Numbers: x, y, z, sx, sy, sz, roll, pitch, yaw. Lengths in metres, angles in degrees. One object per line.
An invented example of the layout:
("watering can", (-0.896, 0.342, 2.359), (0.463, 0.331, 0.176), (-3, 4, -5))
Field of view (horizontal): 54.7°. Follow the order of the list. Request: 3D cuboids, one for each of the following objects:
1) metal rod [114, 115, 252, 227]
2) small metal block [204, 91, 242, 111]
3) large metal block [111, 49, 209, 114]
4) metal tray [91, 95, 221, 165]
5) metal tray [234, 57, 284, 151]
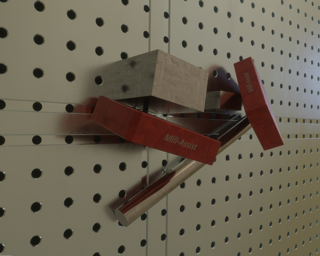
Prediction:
("metal rod", (0.059, 0.046, 0.460), (0.302, 0.025, 0.025), (-31, 110, -36))
("small metal block", (0.087, -0.039, 0.469), (0.050, 0.050, 0.025), (2, 89, -40))
("large metal block", (-0.001, -0.051, 0.374), (0.081, 0.080, 0.050), (14, 81, -40))
("metal tray", (-0.003, 0.003, 0.363), (0.131, 0.090, 0.030), (20, 93, -39))
("metal tray", (0.154, -0.041, 0.489), (0.090, 0.030, 0.130), (52, 27, -37))
